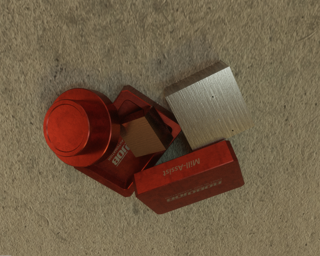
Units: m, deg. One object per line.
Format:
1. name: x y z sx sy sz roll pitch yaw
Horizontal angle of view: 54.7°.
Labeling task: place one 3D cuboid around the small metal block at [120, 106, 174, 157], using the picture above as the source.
1. small metal block: -0.020 0.006 0.388 0.050 0.025 0.050 -17 114 36

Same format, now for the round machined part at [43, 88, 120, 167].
1. round machined part: -0.102 0.000 0.378 0.098 0.042 0.097 1 91 24

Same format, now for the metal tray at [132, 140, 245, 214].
1. metal tray: 0.040 0.069 0.410 0.130 0.030 0.090 -21 145 8

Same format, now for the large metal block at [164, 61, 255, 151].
1. large metal block: 0.060 -0.028 0.388 0.080 0.050 0.080 -25 108 9

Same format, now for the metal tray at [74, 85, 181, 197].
1. metal tray: -0.044 0.020 0.414 0.090 0.030 0.129 33 107 -12
